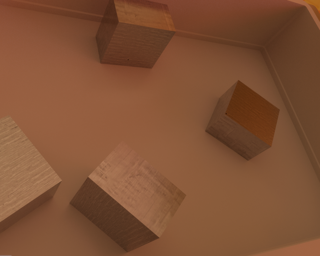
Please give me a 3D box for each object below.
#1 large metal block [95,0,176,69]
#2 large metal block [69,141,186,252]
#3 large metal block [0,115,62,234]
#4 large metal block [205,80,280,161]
[{"bbox_3d":[-0.037,-0.131,0.432,0.081,0.080,0.050,0,62,-29],"label":"large metal block"},{"bbox_3d":[-0.035,0.071,0.309,0.080,0.080,0.050,41,51,-1],"label":"large metal block"},{"bbox_3d":[-0.151,0.048,0.279,0.080,0.050,0.081,49,51,6],"label":"large metal block"},{"bbox_3d":[0.126,-0.012,0.467,0.080,0.050,0.080,34,51,-6],"label":"large metal block"}]
